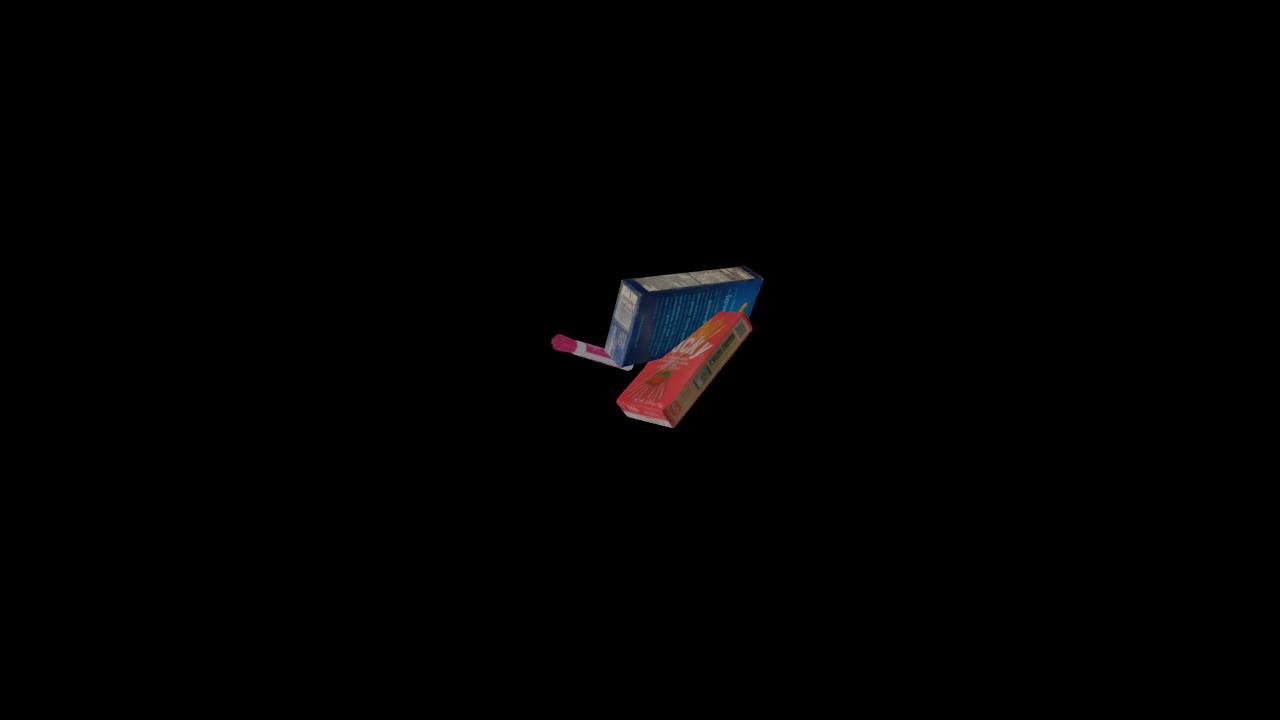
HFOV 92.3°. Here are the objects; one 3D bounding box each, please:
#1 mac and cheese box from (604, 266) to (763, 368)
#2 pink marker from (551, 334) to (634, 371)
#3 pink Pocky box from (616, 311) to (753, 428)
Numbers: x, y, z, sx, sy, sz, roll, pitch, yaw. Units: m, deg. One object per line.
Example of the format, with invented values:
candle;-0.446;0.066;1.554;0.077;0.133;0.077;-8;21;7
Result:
mac and cheese box;0.052;-0.052;0.696;0.184;0.093;0.041;-12;39;-37
pink marker;-0.055;-0.008;0.728;0.020;0.020;0.121;0;-13;45
pink Pocky box;0.049;0.005;0.678;0.155;0.029;0.084;-48;31;-23
